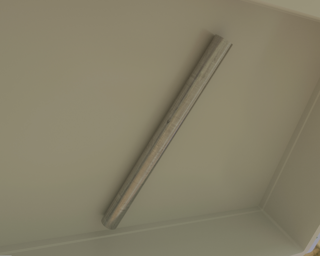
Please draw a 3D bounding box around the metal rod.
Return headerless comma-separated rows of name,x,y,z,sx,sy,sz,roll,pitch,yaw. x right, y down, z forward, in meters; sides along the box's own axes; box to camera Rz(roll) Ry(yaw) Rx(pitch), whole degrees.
metal rod,0.002,0.015,0.415,0.025,0.025,0.299,22,107,-36
